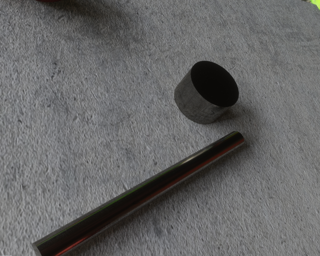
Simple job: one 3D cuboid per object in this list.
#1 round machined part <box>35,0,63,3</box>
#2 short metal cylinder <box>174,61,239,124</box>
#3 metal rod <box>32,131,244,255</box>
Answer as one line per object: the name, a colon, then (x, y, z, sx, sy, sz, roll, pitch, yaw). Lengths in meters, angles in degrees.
round machined part: (-0.158, -0.212, 0.428, 0.099, 0.042, 0.098, 6, 54, -9)
short metal cylinder: (0.068, -0.052, 0.458, 0.081, 0.050, 0.080, 14, 56, -21)
metal rod: (0.003, 0.065, 0.366, 0.302, 0.025, 0.025, -24, 75, -37)
